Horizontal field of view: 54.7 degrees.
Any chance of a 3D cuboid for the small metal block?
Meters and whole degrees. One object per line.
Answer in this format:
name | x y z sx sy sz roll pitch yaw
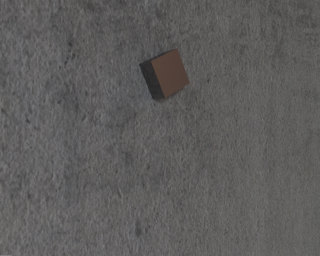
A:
small metal block | 0.007 -0.072 0.412 0.050 0.025 0.050 -35 112 -35
